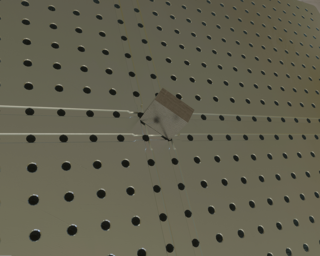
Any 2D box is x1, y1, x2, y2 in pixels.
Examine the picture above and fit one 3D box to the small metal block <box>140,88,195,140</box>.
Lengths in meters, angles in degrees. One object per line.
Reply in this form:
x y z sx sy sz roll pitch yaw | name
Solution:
0.009 -0.017 0.409 0.050 0.050 0.025 35 51 -6 | small metal block
